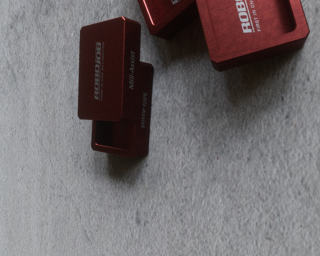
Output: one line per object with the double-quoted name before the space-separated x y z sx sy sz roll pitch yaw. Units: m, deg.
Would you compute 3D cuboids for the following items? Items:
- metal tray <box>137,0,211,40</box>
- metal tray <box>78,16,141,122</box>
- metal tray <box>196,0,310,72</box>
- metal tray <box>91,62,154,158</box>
"metal tray" 0.009 -0.191 0.392 0.090 0.030 0.129 -30 71 35
"metal tray" -0.070 -0.075 0.418 0.090 0.030 0.129 3 92 39
"metal tray" 0.083 -0.131 0.309 0.090 0.030 0.129 -14 80 14
"metal tray" -0.056 -0.028 0.445 0.090 0.030 0.129 6 94 39
